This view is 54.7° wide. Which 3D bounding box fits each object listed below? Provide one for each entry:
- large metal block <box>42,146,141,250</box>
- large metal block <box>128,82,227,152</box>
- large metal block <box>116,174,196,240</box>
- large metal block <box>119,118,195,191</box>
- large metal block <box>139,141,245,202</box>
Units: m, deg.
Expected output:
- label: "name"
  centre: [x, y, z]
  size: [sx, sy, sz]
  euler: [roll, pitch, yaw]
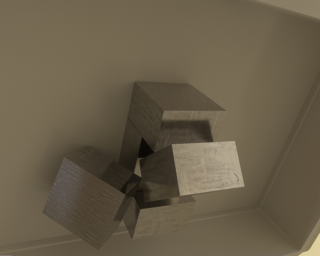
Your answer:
- label: "large metal block"
  centre: [-0.080, 0.080, 0.368]
  size: [0.079, 0.080, 0.050]
  euler: [-64, 169, 18]
- label: "large metal block"
  centre: [0.017, -0.016, 0.371]
  size: [0.081, 0.080, 0.050]
  euler: [-1, 119, -28]
- label: "large metal block"
  centre: [-0.011, 0.099, 0.427]
  size: [0.081, 0.080, 0.050]
  euler: [0, 118, -29]
- label: "large metal block"
  centre: [-0.005, 0.033, 0.412]
  size: [0.081, 0.050, 0.079]
  euler: [-1, 119, -29]
- label: "large metal block"
  centre: [0.032, 0.050, 0.349]
  size: [0.081, 0.080, 0.050]
  euler: [-1, 74, -29]
